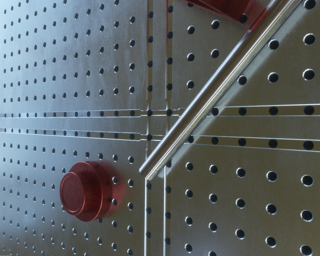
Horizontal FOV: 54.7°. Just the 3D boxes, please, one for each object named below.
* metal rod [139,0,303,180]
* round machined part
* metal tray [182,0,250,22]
[{"bbox_3d":[0.063,-0.044,0.357,0.025,0.025,0.298,52,120,27],"label":"metal rod"},{"bbox_3d":[-0.126,0.104,0.503,0.098,0.042,0.097,0,90,40],"label":"round machined part"},{"bbox_3d":[0.025,-0.163,0.346,0.130,0.091,0.030,37,113,33],"label":"metal tray"}]
